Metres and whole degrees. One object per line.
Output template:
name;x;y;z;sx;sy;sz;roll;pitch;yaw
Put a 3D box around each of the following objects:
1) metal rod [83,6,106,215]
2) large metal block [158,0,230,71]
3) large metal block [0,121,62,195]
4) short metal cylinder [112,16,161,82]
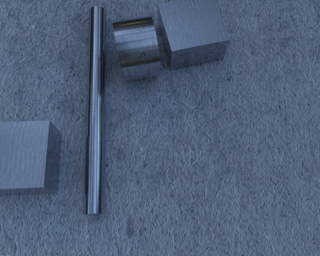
metal rod;-0.087;-0.037;0.421;0.025;0.025;0.299;-3;70;-1
large metal block;0.045;-0.137;0.445;0.081;0.050;0.080;-12;71;-5
large metal block;-0.171;0.038;0.380;0.081;0.050;0.080;-2;70;-1
short metal cylinder;-0.031;-0.106;0.418;0.050;0.080;0.080;-10;71;-4
